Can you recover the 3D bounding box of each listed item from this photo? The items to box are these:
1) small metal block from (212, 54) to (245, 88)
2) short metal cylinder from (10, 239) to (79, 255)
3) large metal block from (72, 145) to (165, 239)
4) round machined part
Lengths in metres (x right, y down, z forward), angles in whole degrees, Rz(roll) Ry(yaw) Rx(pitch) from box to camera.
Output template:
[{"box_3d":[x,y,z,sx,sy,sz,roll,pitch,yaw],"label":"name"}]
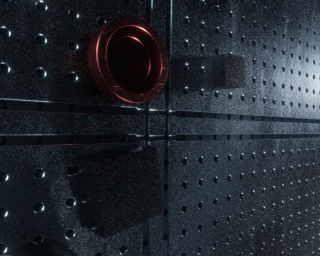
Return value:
[{"box_3d":[0.112,-0.091,0.503,0.050,0.025,0.050,-4,93,-40],"label":"small metal block"},{"box_3d":[-0.111,0.155,0.300,0.081,0.050,0.079,0,90,-40],"label":"short metal cylinder"},{"box_3d":[-0.046,0.067,0.354,0.081,0.050,0.079,-12,98,-39],"label":"large metal block"},{"box_3d":[-0.041,-0.077,0.364,0.099,0.042,0.097,0,90,-40],"label":"round machined part"}]
